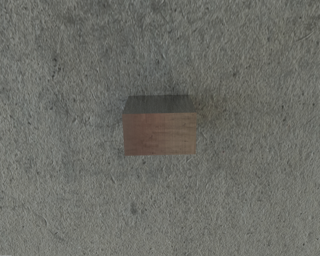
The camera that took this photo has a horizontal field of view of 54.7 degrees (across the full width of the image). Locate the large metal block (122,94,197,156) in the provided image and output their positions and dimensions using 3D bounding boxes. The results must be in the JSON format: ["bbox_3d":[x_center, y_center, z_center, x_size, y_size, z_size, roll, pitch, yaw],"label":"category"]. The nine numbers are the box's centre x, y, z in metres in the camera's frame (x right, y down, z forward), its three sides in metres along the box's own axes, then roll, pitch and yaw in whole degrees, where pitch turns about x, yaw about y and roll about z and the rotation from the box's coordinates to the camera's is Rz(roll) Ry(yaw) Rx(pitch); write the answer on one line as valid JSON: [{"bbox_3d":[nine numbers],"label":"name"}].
[{"bbox_3d":[0.000,-0.006,0.380,0.081,0.080,0.050,-1,110,0],"label":"large metal block"}]
